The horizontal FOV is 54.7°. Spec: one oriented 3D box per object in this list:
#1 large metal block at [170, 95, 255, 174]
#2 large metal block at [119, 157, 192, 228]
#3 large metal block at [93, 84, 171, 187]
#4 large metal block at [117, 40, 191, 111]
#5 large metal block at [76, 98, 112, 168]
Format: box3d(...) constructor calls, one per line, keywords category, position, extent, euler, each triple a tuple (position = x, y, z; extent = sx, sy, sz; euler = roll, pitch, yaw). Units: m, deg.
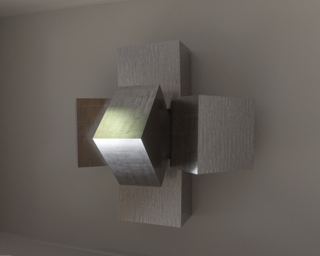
box3d(category="large metal block", position=(0.059, 0.006, 0.351), extent=(0.050, 0.081, 0.079), euler=(2, 92, 58))
box3d(category="large metal block", position=(-0.004, 0.076, 0.397), extent=(0.080, 0.050, 0.080), euler=(1, 90, 20))
box3d(category="large metal block", position=(-0.023, 0.009, 0.346), extent=(0.050, 0.080, 0.080), euler=(-1, 46, 19))
box3d(category="large metal block", position=(-0.006, -0.062, 0.395), extent=(0.080, 0.050, 0.080), euler=(-2, 90, 20))
box3d(category="large metal block", position=(-0.082, 0.005, 0.401), extent=(0.050, 0.080, 0.080), euler=(-1, 90, -16))
